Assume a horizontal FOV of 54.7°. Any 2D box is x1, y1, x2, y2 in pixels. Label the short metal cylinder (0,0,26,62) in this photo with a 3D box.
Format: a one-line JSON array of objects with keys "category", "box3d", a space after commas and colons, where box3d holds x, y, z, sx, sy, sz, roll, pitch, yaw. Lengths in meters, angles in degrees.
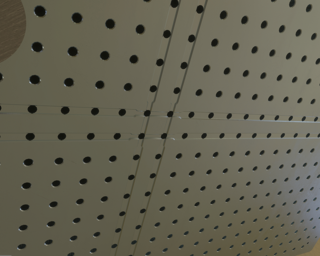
[{"category": "short metal cylinder", "box3d": [-0.155, -0.095, 0.251, 0.081, 0.050, 0.079, -14, 124, -21]}]
